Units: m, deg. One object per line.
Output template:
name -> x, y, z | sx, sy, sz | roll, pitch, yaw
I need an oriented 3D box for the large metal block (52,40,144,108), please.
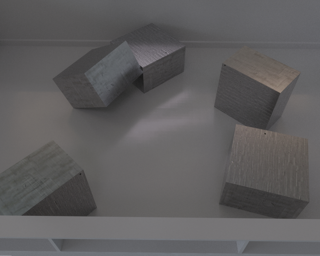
large metal block -> -0.085, -0.072, 0.426 | 0.080, 0.050, 0.080 | 2, 41, 44

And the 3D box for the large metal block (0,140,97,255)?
large metal block -> -0.117, 0.072, 0.308 | 0.050, 0.080, 0.080 | 37, 59, 27

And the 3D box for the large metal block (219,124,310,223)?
large metal block -> 0.116, 0.049, 0.348 | 0.080, 0.050, 0.080 | 12, 51, 10

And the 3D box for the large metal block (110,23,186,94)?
large metal block -> -0.018, -0.110, 0.481 | 0.080, 0.050, 0.080 | -32, 57, -24

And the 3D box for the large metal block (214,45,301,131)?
large metal block -> 0.125, -0.049, 0.411 | 0.080, 0.080, 0.050 | 35, 59, 26
